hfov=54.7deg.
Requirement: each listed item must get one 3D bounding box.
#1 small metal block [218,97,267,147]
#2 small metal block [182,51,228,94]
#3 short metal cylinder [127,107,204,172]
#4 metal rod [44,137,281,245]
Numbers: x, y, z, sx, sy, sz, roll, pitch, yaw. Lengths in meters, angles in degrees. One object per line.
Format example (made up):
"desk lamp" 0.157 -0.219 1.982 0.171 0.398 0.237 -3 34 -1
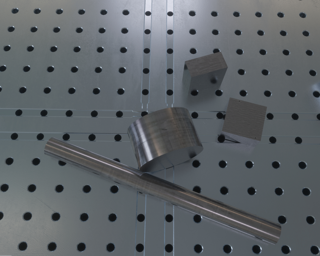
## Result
"small metal block" 0.111 -0.008 0.416 0.050 0.025 0.050 15 71 5
"small metal block" 0.060 -0.075 0.426 0.050 0.050 0.025 -16 71 -6
"short metal cylinder" 0.006 0.016 0.377 0.081 0.080 0.050 -17 71 -6
"metal rod" -0.002 0.075 0.384 0.301 0.025 0.025 20 71 7
